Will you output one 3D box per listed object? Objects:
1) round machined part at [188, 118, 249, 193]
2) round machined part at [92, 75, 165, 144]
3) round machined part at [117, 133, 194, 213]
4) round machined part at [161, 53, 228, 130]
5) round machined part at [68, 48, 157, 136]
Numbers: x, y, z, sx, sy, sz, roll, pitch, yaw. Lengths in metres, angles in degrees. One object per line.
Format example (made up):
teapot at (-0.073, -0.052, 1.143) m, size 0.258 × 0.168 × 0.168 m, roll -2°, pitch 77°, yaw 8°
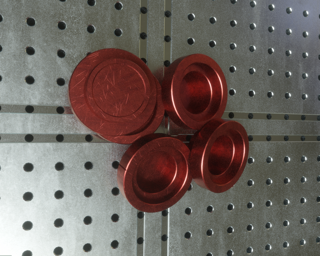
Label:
round machined part at (0.074, 0.034, 0.420) m, size 0.099 × 0.042 × 0.097 m, roll -12°, pitch 108°, yaw -39°
round machined part at (-0.046, -0.029, 0.387) m, size 0.099 × 0.042 × 0.097 m, roll 0°, pitch 90°, yaw -21°
round machined part at (-0.009, 0.053, 0.392) m, size 0.099 × 0.042 × 0.097 m, roll -9°, pitch 109°, yaw -28°
round machined part at (0.041, -0.046, 0.410) m, size 0.099 × 0.042 × 0.097 m, roll -1°, pitch 92°, yaw -37°
round machined part at (-0.049, -0.040, 0.341) m, size 0.099 × 0.042 × 0.097 m, roll 0°, pitch 90°, yaw -21°
